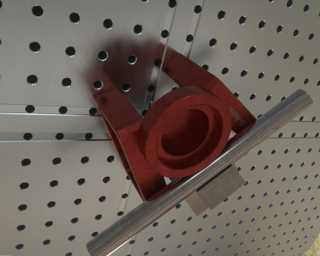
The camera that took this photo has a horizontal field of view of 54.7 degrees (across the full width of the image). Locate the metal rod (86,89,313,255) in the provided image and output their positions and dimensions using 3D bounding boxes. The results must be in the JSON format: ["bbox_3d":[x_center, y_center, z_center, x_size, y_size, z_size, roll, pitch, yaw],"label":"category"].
[{"bbox_3d":[0.049,0.050,0.354,0.301,0.025,0.025,-35,129,-5],"label":"metal rod"}]

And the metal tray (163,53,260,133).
[{"bbox_3d":[0.071,-0.032,0.389,0.030,0.090,0.130,-49,129,7],"label":"metal tray"}]

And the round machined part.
[{"bbox_3d":[0.023,0.001,0.325,0.099,0.042,0.097,-14,125,-21],"label":"round machined part"}]

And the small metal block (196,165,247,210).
[{"bbox_3d":[0.070,0.069,0.372,0.050,0.050,0.025,-37,85,-4],"label":"small metal block"}]

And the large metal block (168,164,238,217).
[{"bbox_3d":[0.056,0.063,0.443,0.080,0.080,0.050,-36,129,-5],"label":"large metal block"}]

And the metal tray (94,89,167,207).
[{"bbox_3d":[-0.031,0.028,0.370,0.030,0.090,0.129,-26,128,-12],"label":"metal tray"}]
